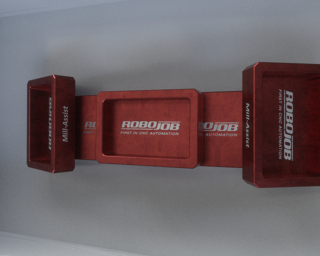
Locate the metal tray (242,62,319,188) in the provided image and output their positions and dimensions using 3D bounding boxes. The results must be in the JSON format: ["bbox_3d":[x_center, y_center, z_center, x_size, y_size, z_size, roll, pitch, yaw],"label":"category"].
[{"bbox_3d":[0.138,-0.003,0.337,0.091,0.030,0.129,0,90,-9],"label":"metal tray"}]

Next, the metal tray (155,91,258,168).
[{"bbox_3d":[0.059,0.001,0.386,0.130,0.030,0.089,0,90,20],"label":"metal tray"}]

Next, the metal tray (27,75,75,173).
[{"bbox_3d":[-0.157,-0.006,0.443,0.090,0.030,0.129,1,90,45],"label":"metal tray"}]

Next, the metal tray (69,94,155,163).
[{"bbox_3d":[-0.063,0.000,0.430,0.130,0.030,0.089,0,90,20],"label":"metal tray"}]

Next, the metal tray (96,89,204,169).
[{"bbox_3d":[-0.014,0.000,0.379,0.130,0.030,0.089,1,90,20],"label":"metal tray"}]
